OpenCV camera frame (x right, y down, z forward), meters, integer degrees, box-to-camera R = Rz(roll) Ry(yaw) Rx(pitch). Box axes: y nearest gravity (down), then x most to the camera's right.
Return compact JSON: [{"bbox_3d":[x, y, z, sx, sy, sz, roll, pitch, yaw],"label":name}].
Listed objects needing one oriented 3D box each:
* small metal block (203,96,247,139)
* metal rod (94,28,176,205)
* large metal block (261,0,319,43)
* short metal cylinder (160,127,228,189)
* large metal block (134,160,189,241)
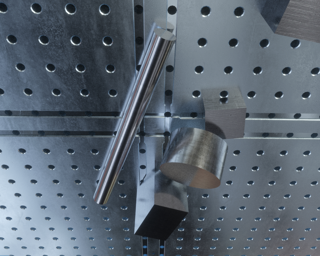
[{"bbox_3d":[0.083,-0.012,0.403,0.050,0.025,0.050,-4,130,3],"label":"small metal block"},{"bbox_3d":[-0.046,0.008,0.417,0.025,0.025,0.298,15,129,-13],"label":"metal rod"},{"bbox_3d":[0.154,-0.128,0.289,0.081,0.050,0.079,9,130,-8],"label":"large metal block"},{"bbox_3d":[0.045,0.041,0.411,0.080,0.050,0.080,15,153,8],"label":"short metal cylinder"},{"bbox_3d":[0.000,0.110,0.470,0.050,0.080,0.079,17,128,-15],"label":"large metal block"}]
